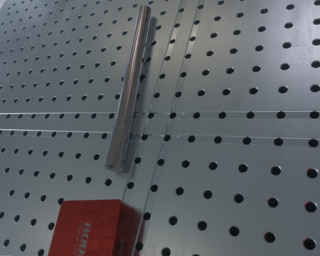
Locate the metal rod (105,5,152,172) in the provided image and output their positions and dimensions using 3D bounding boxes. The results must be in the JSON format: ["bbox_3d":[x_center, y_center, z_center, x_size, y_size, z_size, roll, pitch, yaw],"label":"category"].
[{"bbox_3d":[-0.043,-0.077,0.478,0.025,0.025,0.299,-7,58,24],"label":"metal rod"}]

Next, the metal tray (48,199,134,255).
[{"bbox_3d":[-0.085,0.151,0.357,0.090,0.030,0.130,-7,58,24],"label":"metal tray"}]
